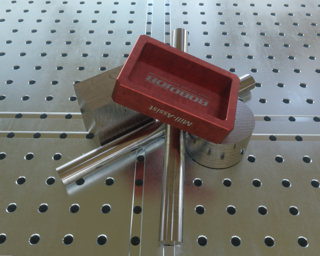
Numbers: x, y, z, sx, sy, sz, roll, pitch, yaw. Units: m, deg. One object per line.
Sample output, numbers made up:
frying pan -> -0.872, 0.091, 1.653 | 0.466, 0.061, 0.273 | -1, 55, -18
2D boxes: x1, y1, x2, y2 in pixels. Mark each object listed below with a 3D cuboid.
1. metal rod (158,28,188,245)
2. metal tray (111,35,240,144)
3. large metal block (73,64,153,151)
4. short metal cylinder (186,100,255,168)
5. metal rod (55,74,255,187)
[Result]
metal rod -> 0.020, -0.012, 0.389 | 0.025, 0.025, 0.299 | 3, 59, 2
metal tray -> 0.022, -0.046, 0.351 | 0.131, 0.030, 0.090 | 22, 51, -6
large metal block -> -0.054, -0.026, 0.392 | 0.081, 0.080, 0.050 | -27, 56, -21
short metal cylinder -> 0.073, 0.003, 0.388 | 0.081, 0.050, 0.080 | 0, 50, 0
metal rod -> 0.010, -0.006, 0.413 | 0.302, 0.025, 0.025 | -27, 55, -21
